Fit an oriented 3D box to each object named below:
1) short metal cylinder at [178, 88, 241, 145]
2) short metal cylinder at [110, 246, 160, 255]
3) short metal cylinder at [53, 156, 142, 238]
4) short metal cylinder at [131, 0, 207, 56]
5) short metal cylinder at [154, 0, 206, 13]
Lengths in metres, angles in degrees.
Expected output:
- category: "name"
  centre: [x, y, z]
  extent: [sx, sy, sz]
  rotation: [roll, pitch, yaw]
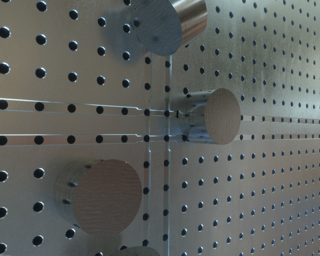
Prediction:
- category: "short metal cylinder"
  centre: [0.073, -0.016, 0.454]
  extent: [0.081, 0.050, 0.079]
  rotation: [0, 90, -40]
- category: "short metal cylinder"
  centre: [-0.031, 0.180, 0.348]
  extent: [0.081, 0.080, 0.050]
  rotation: [-25, 106, -37]
- category: "short metal cylinder"
  centre: [-0.067, 0.072, 0.337]
  extent: [0.081, 0.050, 0.079]
  rotation: [0, 90, -40]
- category: "short metal cylinder"
  centre: [0.011, -0.136, 0.381]
  extent: [0.050, 0.080, 0.080]
  rotation: [-40, 115, -33]
- category: "short metal cylinder"
  centre: [0.028, -0.203, 0.415]
  extent: [0.081, 0.050, 0.079]
  rotation: [0, 90, -40]
